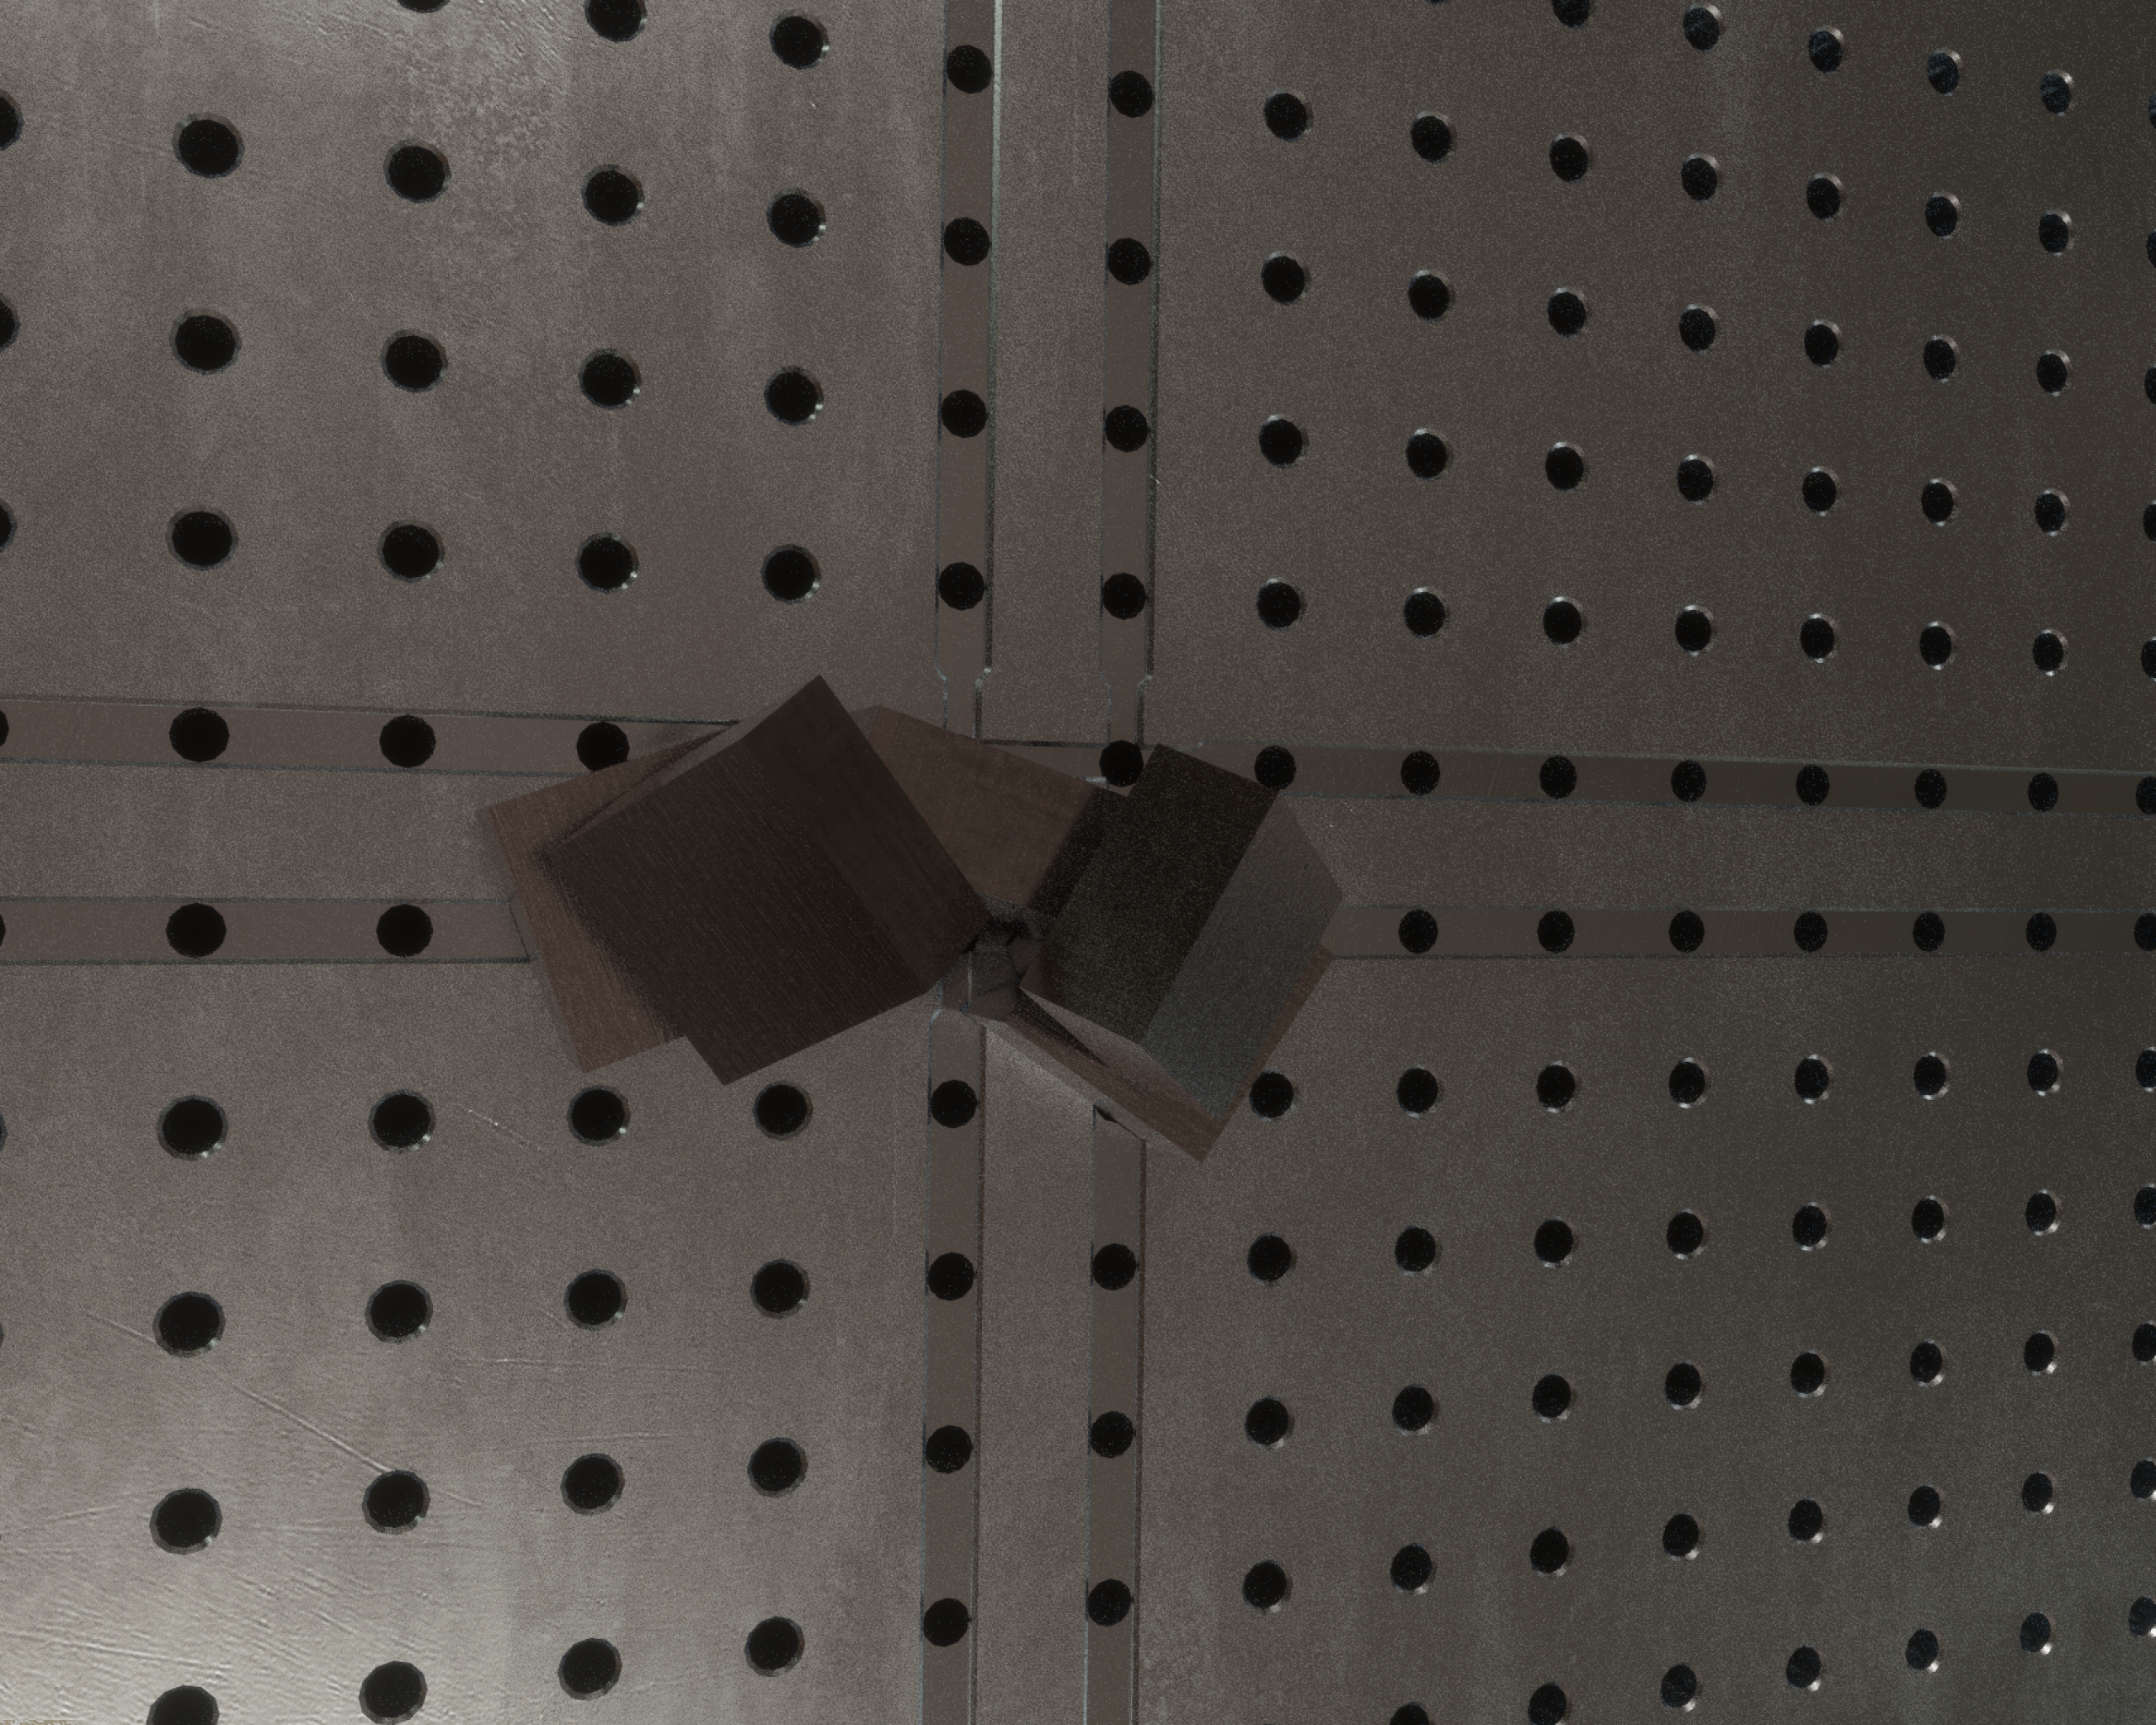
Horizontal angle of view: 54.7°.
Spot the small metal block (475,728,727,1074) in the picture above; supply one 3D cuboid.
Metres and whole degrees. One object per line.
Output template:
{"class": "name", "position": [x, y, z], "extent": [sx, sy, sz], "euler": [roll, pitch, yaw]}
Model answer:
{"class": "small metal block", "position": [-0.077, 0.006, 0.385], "extent": [0.050, 0.025, 0.050], "euler": [-21, 97, -19]}

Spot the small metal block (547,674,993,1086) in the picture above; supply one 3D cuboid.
{"class": "small metal block", "position": [-0.052, 0.004, 0.351], "extent": [0.050, 0.050, 0.025], "euler": [55, 35, -12]}

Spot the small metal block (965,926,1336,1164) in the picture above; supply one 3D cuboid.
{"class": "small metal block", "position": [0.015, 0.024, 0.419], "extent": [0.050, 0.025, 0.050], "euler": [37, 78, -17]}

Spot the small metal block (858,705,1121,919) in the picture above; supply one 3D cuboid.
{"class": "small metal block", "position": [-0.024, -0.008, 0.391], "extent": [0.050, 0.050, 0.025], "euler": [20, 84, -19]}

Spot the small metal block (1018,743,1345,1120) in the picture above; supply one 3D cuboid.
{"class": "small metal block", "position": [0.020, 0.014, 0.380], "extent": [0.050, 0.025, 0.050], "euler": [-60, 152, -11]}
